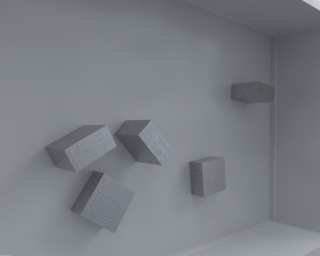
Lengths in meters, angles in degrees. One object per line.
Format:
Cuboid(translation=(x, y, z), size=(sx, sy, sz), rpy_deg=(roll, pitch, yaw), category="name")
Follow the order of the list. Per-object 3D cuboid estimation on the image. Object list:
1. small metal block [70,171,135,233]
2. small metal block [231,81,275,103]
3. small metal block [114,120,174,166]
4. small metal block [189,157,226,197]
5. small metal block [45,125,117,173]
Cuboid(translation=(-0.064, 0.084, 0.353), size=(0.050, 0.025, 0.050), rpy_deg=(42, 65, -32), category="small metal block")
Cuboid(translation=(0.156, -0.059, 0.520), size=(0.050, 0.050, 0.025), rpy_deg=(8, 85, -40), category="small metal block")
Cuboid(translation=(-0.019, 0.017, 0.374), size=(0.025, 0.050, 0.050), rpy_deg=(-51, 120, -28), category="small metal block")
Cuboid(translation=(0.073, 0.072, 0.467), size=(0.050, 0.025, 0.050), rpy_deg=(-7, 95, -40), category="small metal block")
Cuboid(translation=(-0.082, 0.019, 0.321), size=(0.050, 0.050, 0.025), rpy_deg=(-34, 112, -35), category="small metal block")
